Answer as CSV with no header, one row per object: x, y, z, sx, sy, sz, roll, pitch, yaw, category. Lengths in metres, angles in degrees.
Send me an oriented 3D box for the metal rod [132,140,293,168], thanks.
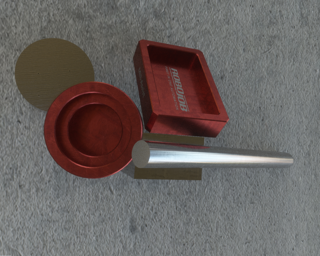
0.090,0.037,0.382,0.302,0.025,0.025,7,88,-44,metal rod

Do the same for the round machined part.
-0.067,0.002,0.330,0.099,0.042,0.097,0,89,0,round machined part

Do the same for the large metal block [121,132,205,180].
-0.002,0.032,0.381,0.081,0.080,0.050,5,89,-20,large metal block

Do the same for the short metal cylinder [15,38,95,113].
-0.119,-0.056,0.353,0.081,0.050,0.079,0,90,-21,short metal cylinder

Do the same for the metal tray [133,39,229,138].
0.021,-0.050,0.376,0.091,0.030,0.130,5,49,-20,metal tray
